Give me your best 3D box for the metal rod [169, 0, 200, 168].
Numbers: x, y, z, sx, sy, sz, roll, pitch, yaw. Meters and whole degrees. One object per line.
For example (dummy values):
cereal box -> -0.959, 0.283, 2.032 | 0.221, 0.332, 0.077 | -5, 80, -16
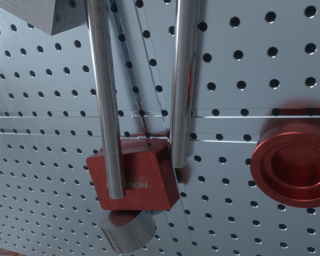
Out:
metal rod -> 0.027, -0.079, 0.347 | 0.025, 0.025, 0.298 | 14, 124, 20

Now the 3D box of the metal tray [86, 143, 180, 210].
metal tray -> -0.043, 0.076, 0.465 | 0.130, 0.030, 0.089 | -9, 102, 31

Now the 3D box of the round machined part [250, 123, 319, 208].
round machined part -> 0.154, 0.037, 0.342 | 0.098, 0.042, 0.097 | 13, 124, 20

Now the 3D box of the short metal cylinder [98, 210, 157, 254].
short metal cylinder -> -0.052, 0.151, 0.494 | 0.080, 0.080, 0.050 | -9, 114, 32

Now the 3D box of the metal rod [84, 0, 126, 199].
metal rod -> -0.068, -0.042, 0.393 | 0.025, 0.025, 0.298 | 7, 114, 24

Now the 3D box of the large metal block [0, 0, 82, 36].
large metal block -> -0.138, -0.168, 0.362 | 0.080, 0.050, 0.079 | 30, 128, 8
